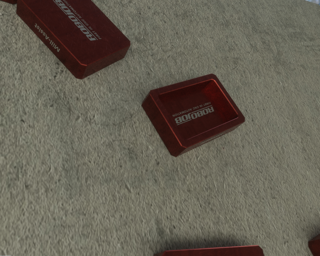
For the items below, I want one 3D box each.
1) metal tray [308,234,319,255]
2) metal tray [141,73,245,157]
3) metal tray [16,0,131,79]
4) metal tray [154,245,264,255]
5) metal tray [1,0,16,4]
[{"bbox_3d":[0.273,0.201,0.424,0.091,0.030,0.130,-13,68,-33],"label":"metal tray"},{"bbox_3d":[0.050,-0.023,0.441,0.131,0.030,0.090,-21,73,-36],"label":"metal tray"},{"bbox_3d":[-0.116,-0.137,0.421,0.130,0.030,0.091,47,51,5],"label":"metal tray"},{"bbox_3d":[0.059,0.175,0.325,0.131,0.030,0.090,7,59,-25],"label":"metal tray"},{"bbox_3d":[-0.246,-0.222,0.402,0.131,0.030,0.090,12,57,-22],"label":"metal tray"}]
